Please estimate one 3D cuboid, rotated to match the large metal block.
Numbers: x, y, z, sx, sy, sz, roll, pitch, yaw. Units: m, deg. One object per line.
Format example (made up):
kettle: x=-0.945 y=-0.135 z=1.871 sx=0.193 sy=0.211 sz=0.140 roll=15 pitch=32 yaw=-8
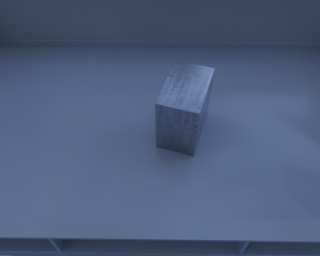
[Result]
large metal block: x=0.031 y=-0.024 z=0.390 sx=0.050 sy=0.080 sz=0.080 roll=14 pitch=52 yaw=11
